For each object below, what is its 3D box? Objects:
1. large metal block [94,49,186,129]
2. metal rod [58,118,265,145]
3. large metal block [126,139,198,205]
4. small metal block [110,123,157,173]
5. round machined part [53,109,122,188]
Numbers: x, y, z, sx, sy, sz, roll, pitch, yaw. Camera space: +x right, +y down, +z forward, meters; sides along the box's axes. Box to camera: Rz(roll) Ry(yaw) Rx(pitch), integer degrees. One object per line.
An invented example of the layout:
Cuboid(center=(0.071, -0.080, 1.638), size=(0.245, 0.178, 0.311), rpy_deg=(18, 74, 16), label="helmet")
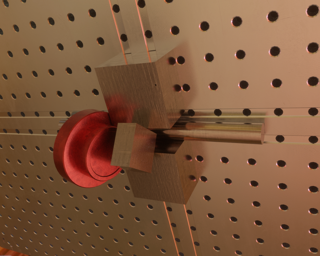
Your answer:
Cuboid(center=(-0.022, -0.046, 0.378), size=(0.080, 0.050, 0.080), rpy_deg=(1, 119, 28), label="large metal block")
Cuboid(center=(-0.017, 0.001, 0.421), size=(0.300, 0.025, 0.025), rpy_deg=(2, 120, 27), label="metal rod")
Cuboid(center=(0.001, 0.053, 0.428), size=(0.080, 0.050, 0.080), rpy_deg=(1, 119, 27), label="large metal block")
Cuboid(center=(-0.030, 0.025, 0.369), size=(0.025, 0.050, 0.050), rpy_deg=(1, 75, 28), label="small metal block")
Cuboid(center=(-0.077, 0.028, 0.384), size=(0.042, 0.099, 0.097), rpy_deg=(13, 125, 38), label="round machined part")
